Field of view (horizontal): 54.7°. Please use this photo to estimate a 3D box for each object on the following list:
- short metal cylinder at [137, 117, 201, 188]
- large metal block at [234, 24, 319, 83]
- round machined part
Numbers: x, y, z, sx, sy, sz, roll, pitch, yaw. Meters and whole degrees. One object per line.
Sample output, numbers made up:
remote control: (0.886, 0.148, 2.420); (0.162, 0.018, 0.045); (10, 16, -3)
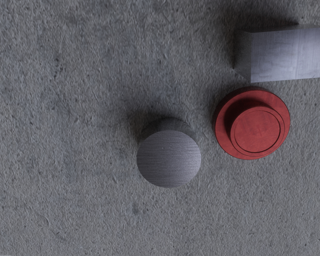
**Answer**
short metal cylinder: (0.011, 0.031, 0.408); (0.081, 0.050, 0.079); (0, 110, 0)
large metal block: (0.132, -0.087, 0.350); (0.080, 0.080, 0.050); (-4, 110, 1)
round machined part: (0.120, -0.002, 0.401); (0.099, 0.042, 0.097); (0, 110, 0)
